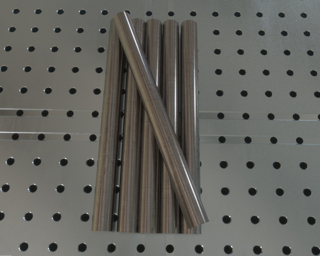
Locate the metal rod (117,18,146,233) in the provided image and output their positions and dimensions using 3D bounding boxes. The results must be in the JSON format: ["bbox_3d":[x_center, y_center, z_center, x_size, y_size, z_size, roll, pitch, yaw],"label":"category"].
[{"bbox_3d":[-0.036,-0.017,0.417,0.025,0.025,0.299,1,70,0],"label":"metal rod"}]

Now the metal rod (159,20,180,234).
[{"bbox_3d":[0.014,-0.016,0.418,0.025,0.025,0.299,1,70,0],"label":"metal rod"}]

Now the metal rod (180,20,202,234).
[{"bbox_3d":[0.040,-0.015,0.418,0.025,0.025,0.299,1,70,0],"label":"metal rod"}]

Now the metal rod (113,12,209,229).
[{"bbox_3d":[-0.006,-0.024,0.394,0.025,0.025,0.299,-18,71,-6],"label":"metal rod"}]

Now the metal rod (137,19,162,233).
[{"bbox_3d":[-0.012,-0.016,0.417,0.025,0.025,0.299,1,70,0],"label":"metal rod"}]

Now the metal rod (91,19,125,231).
[{"bbox_3d":[-0.066,-0.018,0.417,0.025,0.025,0.299,1,70,0],"label":"metal rod"}]
